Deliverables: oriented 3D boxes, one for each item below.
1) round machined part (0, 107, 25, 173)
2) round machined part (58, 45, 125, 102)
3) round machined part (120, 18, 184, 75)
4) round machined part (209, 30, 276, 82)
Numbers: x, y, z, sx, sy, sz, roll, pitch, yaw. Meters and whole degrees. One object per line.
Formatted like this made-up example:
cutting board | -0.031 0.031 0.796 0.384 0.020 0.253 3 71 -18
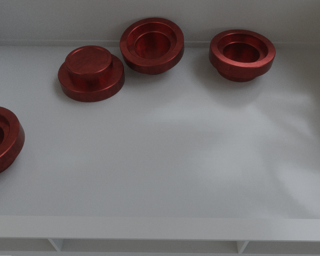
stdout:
round machined part | -0.214 0.022 0.374 0.099 0.042 0.098 0 50 0
round machined part | -0.104 -0.088 0.467 0.099 0.042 0.098 0 50 0
round machined part | -0.011 -0.123 0.488 0.099 0.042 0.098 -2 62 5
round machined part | 0.126 -0.110 0.487 0.099 0.042 0.098 0 50 0
